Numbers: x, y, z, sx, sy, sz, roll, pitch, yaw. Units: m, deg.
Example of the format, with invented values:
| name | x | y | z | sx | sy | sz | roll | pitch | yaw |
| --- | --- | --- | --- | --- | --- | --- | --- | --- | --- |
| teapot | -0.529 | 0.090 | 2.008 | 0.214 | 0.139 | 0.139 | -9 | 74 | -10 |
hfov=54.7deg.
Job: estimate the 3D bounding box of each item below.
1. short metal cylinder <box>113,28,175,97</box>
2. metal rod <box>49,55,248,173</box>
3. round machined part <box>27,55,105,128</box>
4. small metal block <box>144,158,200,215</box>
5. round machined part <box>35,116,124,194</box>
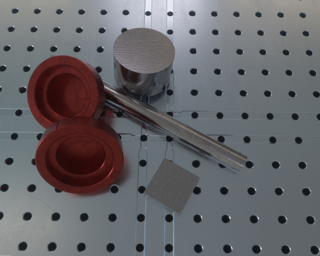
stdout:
| name | x | y | z | sx | sy | sz | roll | pitch | yaw |
| --- | --- | --- | --- | --- | --- | --- | --- | --- | --- |
| short metal cylinder | -0.023 | -0.090 | 0.423 | 0.081 | 0.050 | 0.080 | 3 | 60 | -6 |
| metal rod | -0.025 | -0.023 | 0.419 | 0.301 | 0.025 | 0.025 | 28 | 72 | 9 |
| round machined part | -0.117 | -0.043 | 0.404 | 0.098 | 0.042 | 0.097 | 1 | 94 | 13 |
| small metal block | 0.015 | 0.073 | 0.385 | 0.050 | 0.025 | 0.050 | 29 | 72 | 10 |
| round machined part | -0.094 | 0.028 | 0.373 | 0.099 | 0.097 | 0.042 | -10 | 31 | -4 |
